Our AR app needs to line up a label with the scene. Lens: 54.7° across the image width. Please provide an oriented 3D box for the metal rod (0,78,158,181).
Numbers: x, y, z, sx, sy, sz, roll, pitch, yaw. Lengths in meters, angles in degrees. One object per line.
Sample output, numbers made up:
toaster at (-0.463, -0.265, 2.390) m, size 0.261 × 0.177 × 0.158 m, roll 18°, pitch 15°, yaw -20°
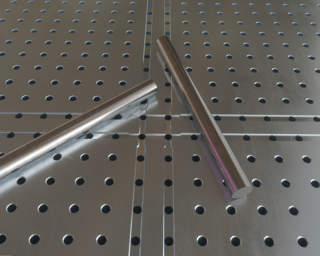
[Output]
metal rod at (-0.128, 0.011, 0.396) m, size 0.302 × 0.025 × 0.025 m, roll -32°, pitch 57°, yaw -24°

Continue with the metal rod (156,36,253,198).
metal rod at (0.049, -0.037, 0.439) m, size 0.025 × 0.025 × 0.300 m, roll -13°, pitch 51°, yaw -11°
